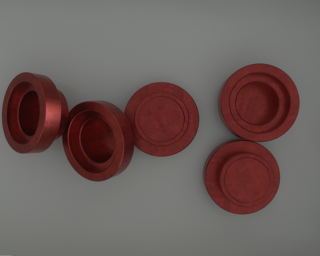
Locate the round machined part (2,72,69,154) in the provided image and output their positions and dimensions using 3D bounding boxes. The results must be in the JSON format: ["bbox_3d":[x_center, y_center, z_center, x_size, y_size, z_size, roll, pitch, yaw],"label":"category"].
[{"bbox_3d":[-0.152,-0.018,0.386,0.098,0.042,0.097,-1,88,37],"label":"round machined part"}]

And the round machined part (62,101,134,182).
[{"bbox_3d":[-0.072,0.014,0.388,0.098,0.042,0.097,5,99,30],"label":"round machined part"}]

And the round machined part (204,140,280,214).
[{"bbox_3d":[0.108,0.064,0.404,0.099,0.042,0.097,0,90,0],"label":"round machined part"}]

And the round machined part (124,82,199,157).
[{"bbox_3d":[0.002,-0.011,0.403,0.099,0.042,0.097,0,90,0],"label":"round machined part"}]

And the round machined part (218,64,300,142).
[{"bbox_3d":[0.124,-0.031,0.404,0.099,0.042,0.097,0,90,0],"label":"round machined part"}]
